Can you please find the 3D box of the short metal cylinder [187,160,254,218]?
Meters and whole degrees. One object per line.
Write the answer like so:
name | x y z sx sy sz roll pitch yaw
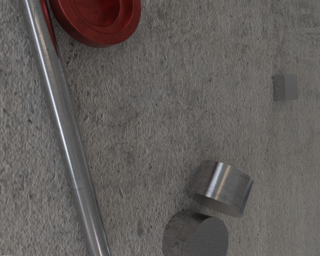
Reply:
short metal cylinder | 0.086 0.087 0.441 0.080 0.080 0.050 39 66 -33

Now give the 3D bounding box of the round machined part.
round machined part | -0.072 -0.135 0.333 0.099 0.042 0.097 0 90 -40

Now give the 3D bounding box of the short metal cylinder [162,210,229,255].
short metal cylinder | 0.050 0.159 0.431 0.081 0.050 0.079 0 90 -40

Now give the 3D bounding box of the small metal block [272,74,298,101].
small metal block | 0.249 -0.080 0.613 0.050 0.025 0.050 -7 95 -40

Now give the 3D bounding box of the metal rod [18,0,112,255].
metal rod | -0.097 0.004 0.323 0.025 0.025 0.298 -20 103 -38
